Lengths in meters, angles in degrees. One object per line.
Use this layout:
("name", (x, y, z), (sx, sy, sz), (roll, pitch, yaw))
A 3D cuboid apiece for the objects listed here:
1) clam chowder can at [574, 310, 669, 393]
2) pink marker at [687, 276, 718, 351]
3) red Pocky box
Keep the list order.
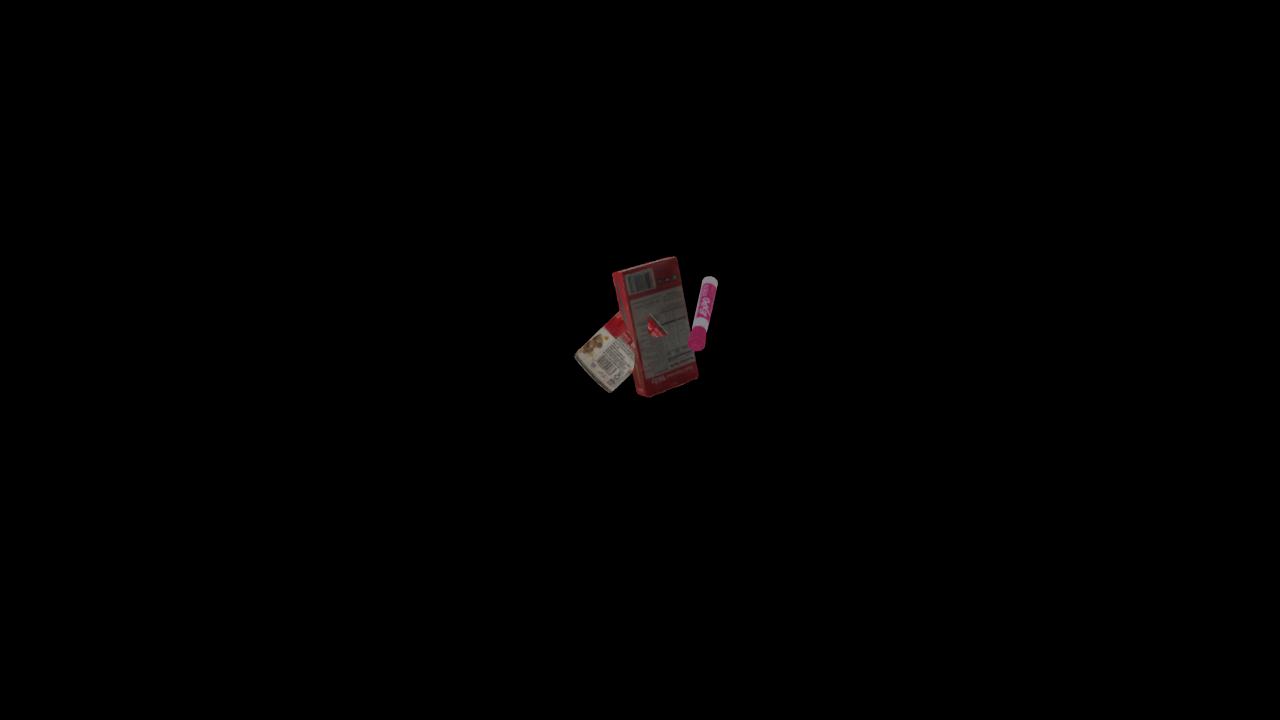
("clam chowder can", (-0.022, -0.017, 0.750), (0.102, 0.068, 0.068), (-44, 0, 0))
("pink marker", (0.069, -0.052, 0.677), (0.020, 0.020, 0.121), (0, 41, 16))
("red Pocky box", (0.020, -0.040, 0.741), (0.083, 0.155, 0.028), (-20, 17, -30))
